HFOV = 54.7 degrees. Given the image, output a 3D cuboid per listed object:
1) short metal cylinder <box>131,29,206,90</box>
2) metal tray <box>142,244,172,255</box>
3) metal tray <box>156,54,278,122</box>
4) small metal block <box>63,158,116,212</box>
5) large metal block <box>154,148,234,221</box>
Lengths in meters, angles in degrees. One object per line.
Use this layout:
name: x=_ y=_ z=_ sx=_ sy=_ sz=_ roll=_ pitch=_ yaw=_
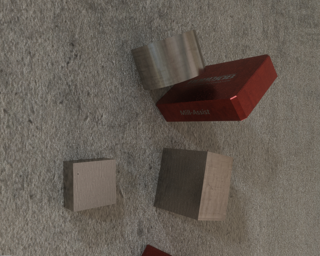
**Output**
short metal cylinder: x=0.011 y=-0.083 z=0.378 sx=0.081 sy=0.080 sz=0.050 roll=-29 pitch=109 yaw=-36
metal tray: x=0.042 y=0.202 z=0.397 sx=0.130 sy=0.090 sz=0.030 roll=45 pitch=63 yaw=-31
metal tray: x=0.068 y=-0.047 z=0.393 sx=0.090 sy=0.130 sz=0.030 roll=-47 pitch=118 yaw=-30
small metal block: x=-0.077 y=0.060 z=0.340 sx=0.050 sy=0.025 sz=0.050 roll=-1 pitch=91 yaw=-40
large metal block: x=0.043 y=0.071 z=0.405 sx=0.050 sy=0.080 sz=0.080 roll=16 pitch=80 yaw=-39
